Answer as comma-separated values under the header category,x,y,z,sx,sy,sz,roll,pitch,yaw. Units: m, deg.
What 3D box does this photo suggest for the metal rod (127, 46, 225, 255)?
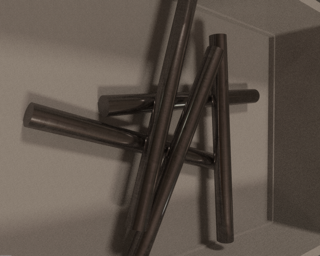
category,x,y,z,sx,sy,sz,roll,pitch,yaw
metal rod,0.021,0.033,0.392,0.025,0.025,0.299,29,78,-37

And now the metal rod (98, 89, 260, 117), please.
category,x,y,z,sx,sy,sz,roll,pitch,yaw
metal rod,0.050,-0.041,0.451,0.302,0.025,0.025,-8,95,-40

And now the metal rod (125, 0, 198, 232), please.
category,x,y,z,sx,sy,sz,roll,pitch,yaw
metal rod,0.005,-0.029,0.378,0.025,0.025,0.299,21,77,-38

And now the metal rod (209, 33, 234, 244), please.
category,x,y,z,sx,sy,sz,roll,pitch,yaw
metal rod,0.090,0.017,0.450,0.025,0.025,0.298,-5,93,-40

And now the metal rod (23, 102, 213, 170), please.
category,x,y,z,sx,sy,sz,roll,pitch,yaw
metal rod,-0.015,0.022,0.395,0.302,0.025,0.025,17,79,-39
